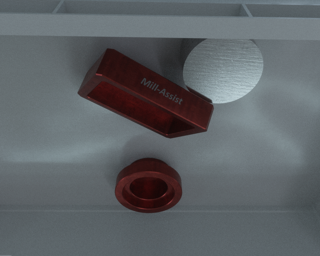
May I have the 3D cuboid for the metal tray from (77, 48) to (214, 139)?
[{"bbox_3d":[-0.018,-0.031,0.347,0.131,0.030,0.090,26,162,-21],"label":"metal tray"}]

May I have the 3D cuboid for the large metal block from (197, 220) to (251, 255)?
[{"bbox_3d":[0.113,0.217,0.562,0.081,0.080,0.050,3,130,-3],"label":"large metal block"}]

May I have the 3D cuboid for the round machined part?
[{"bbox_3d":[-0.017,0.083,0.469,0.099,0.042,0.097,-1,130,0],"label":"round machined part"}]

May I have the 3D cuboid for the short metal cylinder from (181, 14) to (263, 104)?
[{"bbox_3d":[0.063,-0.073,0.331,0.081,0.050,0.079,0,130,0],"label":"short metal cylinder"}]
